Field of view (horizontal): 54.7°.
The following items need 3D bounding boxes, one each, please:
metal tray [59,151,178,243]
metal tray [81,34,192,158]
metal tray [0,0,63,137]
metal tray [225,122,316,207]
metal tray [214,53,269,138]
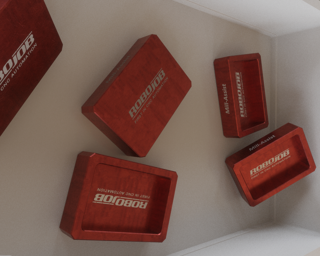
[{"bbox_3d":[-0.042,0.085,0.367,0.131,0.030,0.090,19,78,-38],"label":"metal tray"},{"bbox_3d":[-0.023,-0.040,0.384,0.090,0.030,0.130,48,61,-29],"label":"metal tray"},{"bbox_3d":[-0.137,-0.050,0.252,0.030,0.090,0.130,24,69,8],"label":"metal tray"},{"bbox_3d":[0.185,0.061,0.515,0.131,0.030,0.090,-29,110,-3],"label":"metal tray"},{"bbox_3d":[0.138,-0.056,0.518,0.091,0.030,0.129,-16,100,-39],"label":"metal tray"}]
